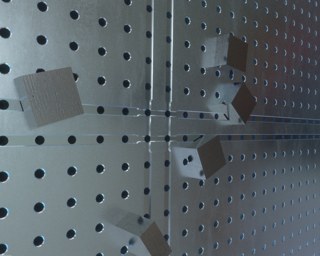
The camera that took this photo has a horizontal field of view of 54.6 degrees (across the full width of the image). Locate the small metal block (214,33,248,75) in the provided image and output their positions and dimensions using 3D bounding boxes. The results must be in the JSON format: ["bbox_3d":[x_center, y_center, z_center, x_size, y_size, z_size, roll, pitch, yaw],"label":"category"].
[{"bbox_3d":[0.116,-0.119,0.505,0.050,0.025,0.050,12,83,-39],"label":"small metal block"}]

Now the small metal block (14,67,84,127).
[{"bbox_3d":[-0.112,-0.032,0.315,0.050,0.025,0.050,-22,104,-38],"label":"small metal block"}]

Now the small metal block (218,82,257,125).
[{"bbox_3d":[0.130,-0.041,0.517,0.050,0.025,0.050,49,61,-29],"label":"small metal block"}]

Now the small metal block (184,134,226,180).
[{"bbox_3d":[0.069,0.042,0.466,0.050,0.025,0.050,-29,108,-36],"label":"small metal block"}]

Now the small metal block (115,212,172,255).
[{"bbox_3d":[-0.020,0.134,0.376,0.025,0.050,0.050,-41,115,-32],"label":"small metal block"}]
